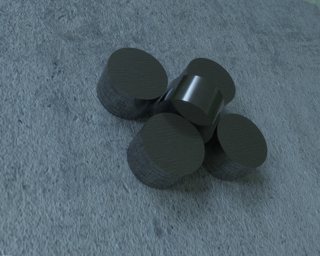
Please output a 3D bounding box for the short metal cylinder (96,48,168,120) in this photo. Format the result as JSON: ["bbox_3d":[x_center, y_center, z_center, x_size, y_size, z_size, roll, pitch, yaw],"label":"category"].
[{"bbox_3d":[-0.037,-0.057,0.404,0.081,0.050,0.080,14,56,-21],"label":"short metal cylinder"}]

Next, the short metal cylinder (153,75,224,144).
[{"bbox_3d":[0.038,-0.022,0.406,0.080,0.080,0.050,34,51,-6],"label":"short metal cylinder"}]

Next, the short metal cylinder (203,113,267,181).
[{"bbox_3d":[0.099,0.027,0.427,0.081,0.050,0.080,14,56,-21],"label":"short metal cylinder"}]

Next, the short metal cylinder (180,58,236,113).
[{"bbox_3d":[0.063,-0.056,0.457,0.081,0.050,0.080,14,56,-21],"label":"short metal cylinder"}]

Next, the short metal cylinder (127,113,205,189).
[{"bbox_3d":[0.007,0.028,0.376,0.081,0.050,0.080,14,56,-21],"label":"short metal cylinder"}]
